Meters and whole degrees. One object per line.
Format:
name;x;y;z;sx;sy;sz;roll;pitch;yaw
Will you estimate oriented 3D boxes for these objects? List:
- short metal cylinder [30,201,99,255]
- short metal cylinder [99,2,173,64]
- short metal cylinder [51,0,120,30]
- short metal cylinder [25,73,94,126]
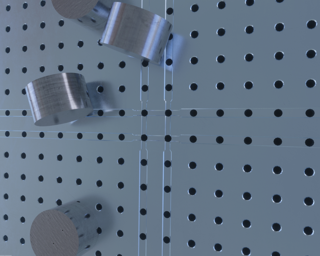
short metal cylinder;-0.137;0.151;0.446;0.080;0.050;0.079;0;90;19
short metal cylinder;-0.030;-0.118;0.393;0.080;0.080;0.050;22;97;18
short metal cylinder;-0.104;-0.185;0.435;0.080;0.050;0.079;0;90;19
short metal cylinder;-0.139;-0.038;0.431;0.080;0.080;0.050;-19;84;19
